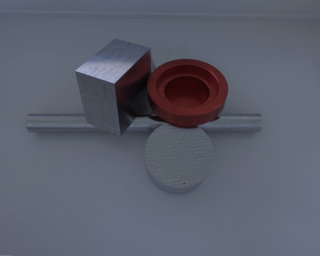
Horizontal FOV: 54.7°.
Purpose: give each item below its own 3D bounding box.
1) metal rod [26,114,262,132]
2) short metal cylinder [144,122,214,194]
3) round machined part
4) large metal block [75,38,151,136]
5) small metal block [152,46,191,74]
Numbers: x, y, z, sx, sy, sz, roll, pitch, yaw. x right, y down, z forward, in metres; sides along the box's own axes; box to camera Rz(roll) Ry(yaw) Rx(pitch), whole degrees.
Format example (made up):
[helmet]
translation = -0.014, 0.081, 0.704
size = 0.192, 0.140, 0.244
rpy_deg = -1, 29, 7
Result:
[metal rod]
translation = -0.019, -0.007, 0.409
size = 0.302, 0.025, 0.025
rpy_deg = 0, 70, -1
[short metal cylinder]
translation = 0.022, 0.037, 0.380
size = 0.081, 0.050, 0.080
rpy_deg = 0, 70, 0
[round machined part]
translation = 0.034, -0.040, 0.394
size = 0.099, 0.042, 0.098
rpy_deg = 0, 52, 0
[large metal block]
translation = -0.052, -0.051, 0.381
size = 0.050, 0.079, 0.080
rpy_deg = 20, 48, 18
[small metal block]
translation = 0.020, -0.083, 0.439
size = 0.050, 0.025, 0.050
rpy_deg = -20, 71, -8
